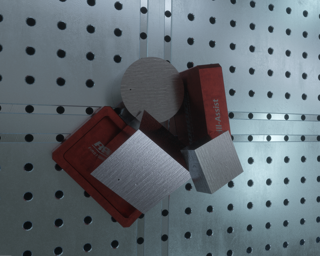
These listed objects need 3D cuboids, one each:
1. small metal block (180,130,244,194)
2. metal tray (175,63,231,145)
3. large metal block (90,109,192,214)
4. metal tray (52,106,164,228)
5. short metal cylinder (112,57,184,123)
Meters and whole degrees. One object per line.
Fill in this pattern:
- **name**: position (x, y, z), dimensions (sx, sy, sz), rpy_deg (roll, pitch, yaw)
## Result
- **small metal block**: position (0.057, 0.036, 0.335), dimensions (0.050, 0.025, 0.050), rpy_deg (-27, 100, -30)
- **metal tray**: position (0.051, -0.010, 0.398), dimensions (0.030, 0.090, 0.129), rpy_deg (-10, 94, -20)
- **large metal block**: position (-0.019, 0.040, 0.360), dimensions (0.080, 0.050, 0.080), rpy_deg (41, 112, -16)
- **metal tray**: position (-0.057, 0.048, 0.389), dimensions (0.090, 0.030, 0.130), rpy_deg (-45, 104, -15)
- **short metal cylinder**: position (-0.016, -0.046, 0.394), dimensions (0.081, 0.050, 0.079), rpy_deg (0, 90, -21)
